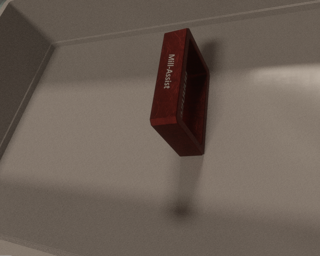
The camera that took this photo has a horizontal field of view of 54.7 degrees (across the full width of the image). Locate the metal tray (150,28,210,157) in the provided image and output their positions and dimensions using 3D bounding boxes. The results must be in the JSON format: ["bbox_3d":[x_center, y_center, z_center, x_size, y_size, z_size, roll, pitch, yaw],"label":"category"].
[{"bbox_3d":[0.029,-0.042,0.373,0.030,0.090,0.130,-6,59,25],"label":"metal tray"}]
